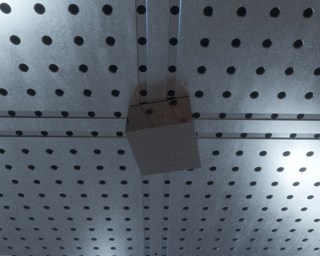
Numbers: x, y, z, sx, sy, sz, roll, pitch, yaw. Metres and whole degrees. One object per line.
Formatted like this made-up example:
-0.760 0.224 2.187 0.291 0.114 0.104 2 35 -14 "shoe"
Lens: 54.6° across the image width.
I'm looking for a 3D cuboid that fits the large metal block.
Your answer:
0.007 0.012 0.404 0.080 0.050 0.080 -9 130 8 "large metal block"
